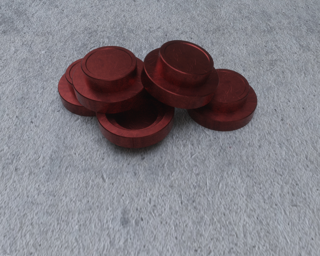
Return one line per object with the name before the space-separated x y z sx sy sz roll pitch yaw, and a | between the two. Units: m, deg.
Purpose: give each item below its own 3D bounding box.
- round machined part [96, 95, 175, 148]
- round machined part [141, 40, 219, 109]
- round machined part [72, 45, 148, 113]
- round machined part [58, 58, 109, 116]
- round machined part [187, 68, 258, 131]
round machined part | -0.031 -0.012 0.403 0.099 0.042 0.098 0 50 0
round machined part | 0.028 -0.073 0.388 0.099 0.042 0.098 9 48 -10
round machined part | -0.062 -0.068 0.395 0.099 0.042 0.098 0 50 0
round machined part | -0.098 -0.066 0.447 0.099 0.042 0.098 0 50 0
round machined part | 0.086 -0.046 0.432 0.099 0.042 0.098 0 50 0
